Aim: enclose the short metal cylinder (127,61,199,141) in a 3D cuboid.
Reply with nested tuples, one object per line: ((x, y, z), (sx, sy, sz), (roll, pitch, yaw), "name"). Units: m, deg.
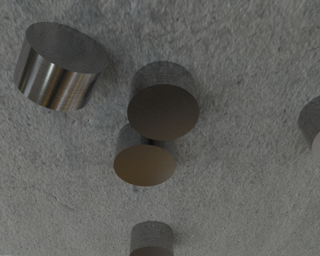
((0.004, -0.031, 0.364), (0.081, 0.050, 0.079), (0, 130, 0), "short metal cylinder")

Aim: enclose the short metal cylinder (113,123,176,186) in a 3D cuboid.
((-0.020, 0.034, 0.420), (0.081, 0.050, 0.079), (0, 130, 0), "short metal cylinder")

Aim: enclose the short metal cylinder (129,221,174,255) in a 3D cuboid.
((-0.015, 0.217, 0.576), (0.081, 0.050, 0.079), (0, 130, 0), "short metal cylinder")

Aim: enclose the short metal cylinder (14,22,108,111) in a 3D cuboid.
((-0.100, -0.063, 0.316), (0.080, 0.080, 0.050), (23, 126, -19), "short metal cylinder")

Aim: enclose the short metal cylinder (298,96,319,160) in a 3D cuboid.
((0.226, -0.001, 0.394), (0.081, 0.050, 0.079), (0, 130, 0), "short metal cylinder")
